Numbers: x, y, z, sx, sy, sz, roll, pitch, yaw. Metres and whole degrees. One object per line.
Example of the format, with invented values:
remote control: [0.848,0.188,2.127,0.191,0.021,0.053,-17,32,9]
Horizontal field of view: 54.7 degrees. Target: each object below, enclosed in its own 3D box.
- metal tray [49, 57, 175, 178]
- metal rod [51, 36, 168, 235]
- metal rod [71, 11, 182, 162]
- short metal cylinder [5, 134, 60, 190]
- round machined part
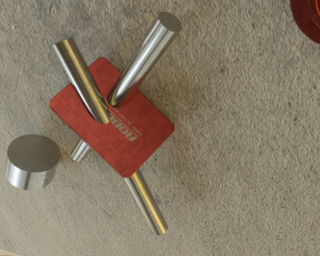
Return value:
metal tray: [-0.058,-0.012,0.387,0.130,0.090,0.030,44,165,-3]
metal rod: [-0.053,0.028,0.400,0.025,0.025,0.299,-6,121,31]
metal rod: [-0.062,-0.027,0.393,0.025,0.025,0.298,43,138,-2]
short metal cylinder: [-0.213,0.057,0.519,0.080,0.080,0.050,34,129,6]
round machined part: [0.156,-0.110,0.246,0.098,0.042,0.097,13,124,21]
